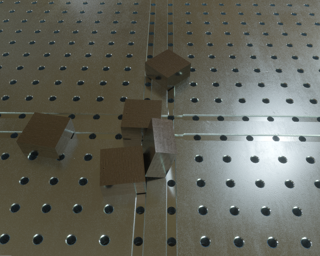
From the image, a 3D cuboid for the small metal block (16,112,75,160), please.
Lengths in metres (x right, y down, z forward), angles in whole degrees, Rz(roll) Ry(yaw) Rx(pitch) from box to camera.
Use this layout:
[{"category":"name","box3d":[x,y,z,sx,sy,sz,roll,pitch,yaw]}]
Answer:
[{"category":"small metal block","box3d":[-0.145,0.010,0.399,0.050,0.025,0.050,9,51,7]}]

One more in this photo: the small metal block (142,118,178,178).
[{"category":"small metal block","box3d":[-0.002,0.024,0.368,0.025,0.050,0.050,6,48,-16]}]

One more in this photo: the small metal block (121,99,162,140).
[{"category":"small metal block","box3d":[-0.023,-0.012,0.418,0.050,0.025,0.050,2,50,2]}]

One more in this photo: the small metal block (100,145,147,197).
[{"category":"small metal block","box3d":[-0.043,0.050,0.366,0.050,0.025,0.050,-5,50,-4]}]

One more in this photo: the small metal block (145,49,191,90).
[{"category":"small metal block","box3d":[0.012,-0.092,0.486,0.050,0.025,0.050,-36,59,-26]}]
